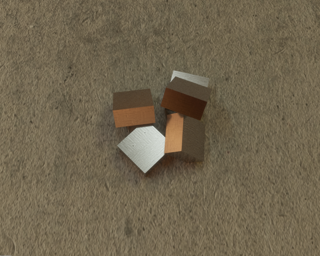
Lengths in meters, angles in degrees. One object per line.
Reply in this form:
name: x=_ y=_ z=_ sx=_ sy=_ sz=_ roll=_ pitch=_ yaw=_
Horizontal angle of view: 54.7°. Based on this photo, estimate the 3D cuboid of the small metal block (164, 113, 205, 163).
small metal block: x=0.032 y=0.013 z=0.389 sx=0.025 sy=0.050 sz=0.050 roll=-11 pitch=64 yaw=37

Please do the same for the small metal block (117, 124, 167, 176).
small metal block: x=-0.018 y=0.026 z=0.400 sx=0.050 sy=0.025 sz=0.050 roll=-43 pitch=76 yaw=-14

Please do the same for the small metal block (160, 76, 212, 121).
small metal block: x=0.034 y=-0.038 z=0.383 sx=0.050 sy=0.025 sz=0.050 roll=20 pitch=28 yaw=7

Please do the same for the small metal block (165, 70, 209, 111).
small metal block: x=0.037 y=-0.047 z=0.427 sx=0.050 sy=0.025 sz=0.050 roll=13 pitch=70 yaw=4

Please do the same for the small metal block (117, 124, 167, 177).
small metal block: x=-0.018 y=0.026 z=0.400 sx=0.050 sy=0.025 sz=0.050 roll=-43 pitch=76 yaw=-14

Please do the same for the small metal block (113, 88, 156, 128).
small metal block: x=-0.034 y=-0.027 z=0.406 sx=0.050 sy=0.025 sz=0.050 roll=-7 pitch=33 yaw=-3
